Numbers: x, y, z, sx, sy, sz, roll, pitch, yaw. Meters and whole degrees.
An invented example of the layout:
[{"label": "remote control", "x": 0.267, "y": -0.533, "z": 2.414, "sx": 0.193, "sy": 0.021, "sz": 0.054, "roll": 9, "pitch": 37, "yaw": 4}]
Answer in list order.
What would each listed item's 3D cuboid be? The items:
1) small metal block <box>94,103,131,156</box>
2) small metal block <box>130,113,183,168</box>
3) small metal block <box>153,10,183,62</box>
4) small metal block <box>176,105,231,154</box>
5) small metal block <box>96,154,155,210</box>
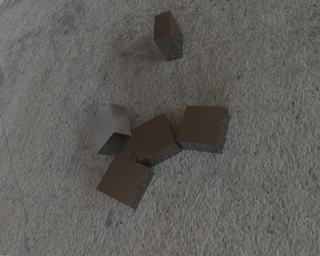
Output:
[{"label": "small metal block", "x": -0.066, "y": 0.003, "z": 0.423, "sx": 0.050, "sy": 0.025, "sz": 0.050, "roll": -47, "pitch": 43, "yaw": 36}, {"label": "small metal block", "x": -0.005, "y": 0.016, "z": 0.397, "sx": 0.050, "sy": 0.025, "sz": 0.050, "roll": -28, "pitch": 52, "yaw": 10}, {"label": "small metal block", "x": 0.013, "y": -0.137, "z": 0.465, "sx": 0.025, "sy": 0.050, "sz": 0.050, "roll": -11, "pitch": 57, "yaw": 22}, {"label": "small metal block", "x": 0.053, "y": 0.001, "z": 0.375, "sx": 0.050, "sy": 0.025, "sz": 0.050, "roll": 4, "pitch": 64, "yaw": 30}, {"label": "small metal block", "x": -0.043, "y": 0.066, "z": 0.386, "sx": 0.050, "sy": 0.025, "sz": 0.050, "roll": 17, "pitch": 70, "yaw": 34}]
